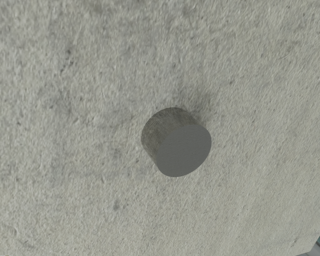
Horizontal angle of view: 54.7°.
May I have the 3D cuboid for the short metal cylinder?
[{"bbox_3d":[0.021,0.019,0.416,0.081,0.050,0.079,-14,125,-21],"label":"short metal cylinder"}]
